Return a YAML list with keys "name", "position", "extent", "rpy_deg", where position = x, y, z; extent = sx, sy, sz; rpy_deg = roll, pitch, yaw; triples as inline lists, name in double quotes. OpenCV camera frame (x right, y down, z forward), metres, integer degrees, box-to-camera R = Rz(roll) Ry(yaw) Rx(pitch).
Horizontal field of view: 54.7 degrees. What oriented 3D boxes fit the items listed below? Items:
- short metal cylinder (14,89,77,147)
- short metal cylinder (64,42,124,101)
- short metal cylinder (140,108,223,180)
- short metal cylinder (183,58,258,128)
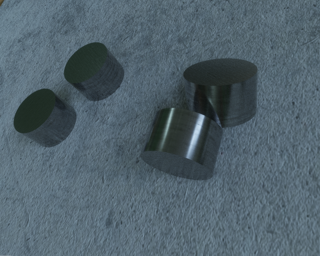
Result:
- name: "short metal cylinder"
  position: [-0.182, -0.016, 0.493]
  extent: [0.080, 0.050, 0.080]
  rpy_deg: [-13, 56, 21]
- name: "short metal cylinder"
  position: [-0.105, -0.090, 0.499]
  extent: [0.080, 0.050, 0.080]
  rpy_deg: [-13, 56, 21]
- name: "short metal cylinder"
  position: [0.024, 0.020, 0.344]
  extent: [0.080, 0.080, 0.050]
  rpy_deg: [5, 64, 30]
- name: "short metal cylinder"
  position: [0.069, -0.042, 0.355]
  extent: [0.080, 0.050, 0.080]
  rpy_deg: [-7, 31, 4]
